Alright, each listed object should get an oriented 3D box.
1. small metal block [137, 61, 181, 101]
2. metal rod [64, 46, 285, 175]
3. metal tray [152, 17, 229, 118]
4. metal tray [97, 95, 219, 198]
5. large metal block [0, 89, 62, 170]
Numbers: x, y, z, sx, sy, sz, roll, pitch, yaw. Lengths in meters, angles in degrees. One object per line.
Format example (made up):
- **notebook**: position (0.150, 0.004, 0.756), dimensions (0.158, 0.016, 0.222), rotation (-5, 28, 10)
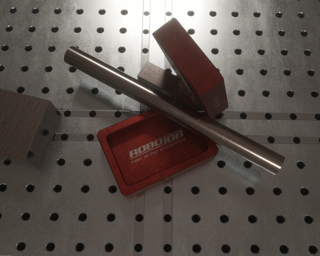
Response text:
- **small metal block**: position (-0.001, -0.057, 0.419), dimensions (0.050, 0.050, 0.025), rotation (29, 73, 10)
- **metal rod**: position (0.010, -0.027, 0.389), dimensions (0.301, 0.025, 0.025), rotation (29, 72, 9)
- **metal tray**: position (0.043, -0.065, 0.379), dimensions (0.030, 0.130, 0.090), rotation (-36, 74, 6)
- **metal tray**: position (-0.003, 0.023, 0.400), dimensions (0.131, 0.030, 0.090), rotation (-24, 72, -9)
- **large metal block**: position (-0.185, 0.001, 0.396), dimensions (0.080, 0.050, 0.080), rotation (14, 71, 4)
